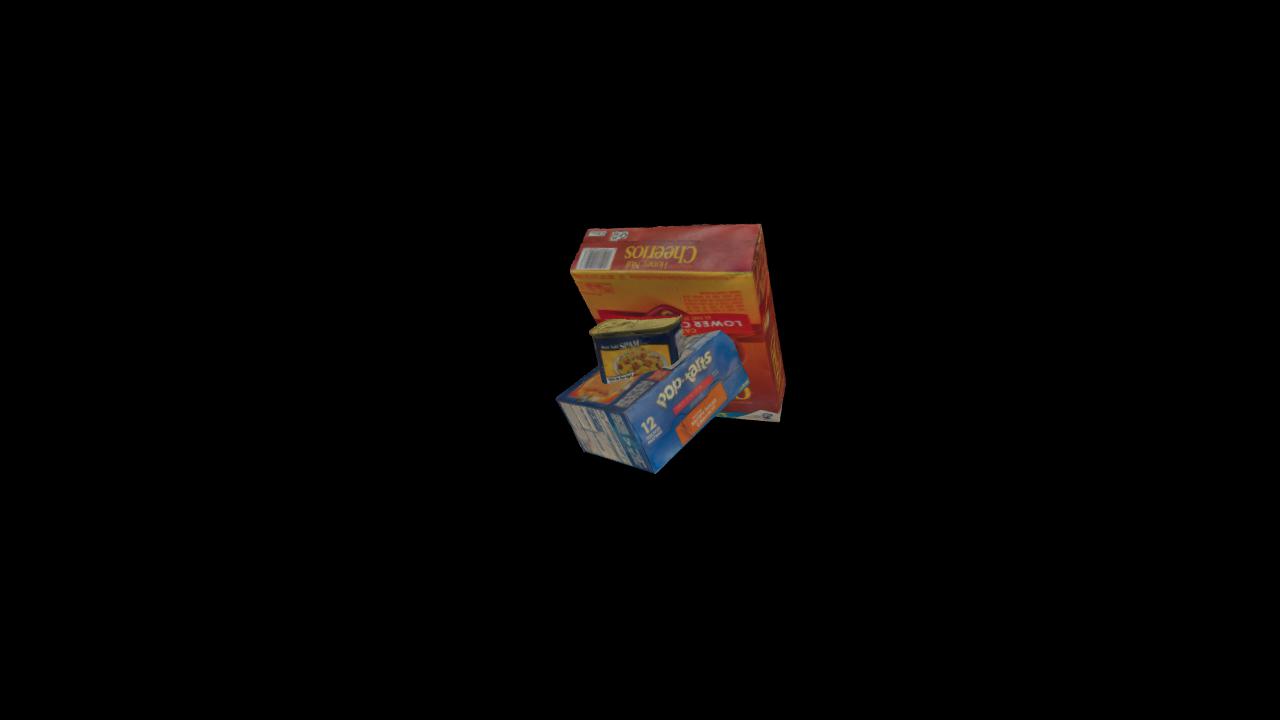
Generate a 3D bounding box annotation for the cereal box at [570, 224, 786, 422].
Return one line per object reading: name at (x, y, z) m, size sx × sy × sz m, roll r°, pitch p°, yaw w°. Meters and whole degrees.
cereal box at (0.064, -0.031, 0.759) m, size 0.203 × 0.081 × 0.306 m, roll 4°, pitch -34°, yaw 21°

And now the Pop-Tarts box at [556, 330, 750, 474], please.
Pop-Tarts box at (0.015, 0.036, 0.705) m, size 0.167 × 0.083 × 0.141 m, roll -40°, pitch 24°, yaw -29°

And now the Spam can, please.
Spam can at (0.003, -0.001, 0.678) m, size 0.101 × 0.085 × 0.058 m, roll -4°, pitch 18°, yaw 23°
